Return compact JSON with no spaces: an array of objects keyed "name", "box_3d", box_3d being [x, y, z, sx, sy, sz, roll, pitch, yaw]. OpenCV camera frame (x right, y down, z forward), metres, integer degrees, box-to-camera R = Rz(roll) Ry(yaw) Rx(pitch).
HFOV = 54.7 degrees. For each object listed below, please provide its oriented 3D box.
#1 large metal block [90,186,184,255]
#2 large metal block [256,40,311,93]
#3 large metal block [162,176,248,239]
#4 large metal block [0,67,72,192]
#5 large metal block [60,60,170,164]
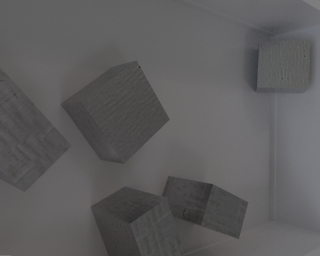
[{"name":"large metal block","box_3d":[-0.025,0.119,0.350,0.050,0.080,0.080,-26,107,-37]},{"name":"large metal block","box_3d":[0.211,-0.105,0.538,0.050,0.080,0.080,13,80,-75]},{"name":"large metal block","box_3d":[0.058,0.106,0.419,0.080,0.080,0.050,31,71,-36]},{"name":"large metal block","box_3d":[-0.134,0.002,0.258,0.050,0.080,0.080,-50,120,-28]},{"name":"large metal block","box_3d":[-0.048,-0.018,0.350,0.080,0.050,0.080,-44,117,-31]}]
